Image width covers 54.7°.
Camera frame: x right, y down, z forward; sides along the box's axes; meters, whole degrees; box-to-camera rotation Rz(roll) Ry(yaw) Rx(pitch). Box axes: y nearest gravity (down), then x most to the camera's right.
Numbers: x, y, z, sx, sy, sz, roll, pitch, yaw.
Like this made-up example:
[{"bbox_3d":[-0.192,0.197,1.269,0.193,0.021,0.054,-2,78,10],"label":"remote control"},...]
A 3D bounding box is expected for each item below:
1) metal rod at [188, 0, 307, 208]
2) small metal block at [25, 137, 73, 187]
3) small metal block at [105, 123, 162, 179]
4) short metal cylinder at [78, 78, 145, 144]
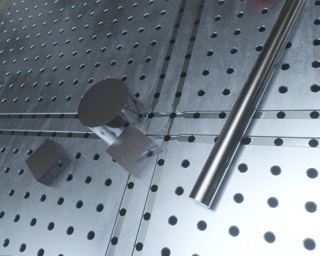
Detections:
[{"bbox_3d":[0.113,-0.045,0.376,0.025,0.025,0.300,18,71,35],"label":"metal rod"},{"bbox_3d":[-0.167,0.051,0.465,0.050,0.025,0.050,-47,51,-5],"label":"small metal block"},{"bbox_3d":[-0.035,0.029,0.409,0.050,0.025,0.050,-49,52,-7],"label":"small metal block"},{"bbox_3d":[-0.069,-0.024,0.443,0.080,0.050,0.080,-13,56,21],"label":"short metal cylinder"}]
